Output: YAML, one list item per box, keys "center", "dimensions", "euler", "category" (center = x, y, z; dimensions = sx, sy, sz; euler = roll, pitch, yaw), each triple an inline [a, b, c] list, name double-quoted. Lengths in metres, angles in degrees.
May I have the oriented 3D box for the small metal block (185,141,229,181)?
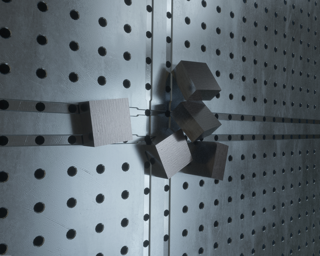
- center: [0.068, 0.046, 0.448]
  dimensions: [0.025, 0.050, 0.050]
  euler: [19, 78, -38]
  category: "small metal block"

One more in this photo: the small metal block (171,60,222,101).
- center: [0.051, -0.066, 0.436]
  dimensions: [0.050, 0.025, 0.050]
  euler: [-5, 61, -40]
  category: "small metal block"

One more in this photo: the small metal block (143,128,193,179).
- center: [0.012, 0.033, 0.418]
  dimensions: [0.050, 0.025, 0.050]
  euler: [-32, 110, -35]
  category: "small metal block"

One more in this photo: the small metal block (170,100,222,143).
- center: [0.050, -0.012, 0.427]
  dimensions: [0.050, 0.025, 0.050]
  euler: [-17, 65, -51]
  category: "small metal block"

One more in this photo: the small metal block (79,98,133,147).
- center: [-0.062, -0.007, 0.357]
  dimensions: [0.050, 0.025, 0.050]
  euler: [-10, 96, -39]
  category: "small metal block"
